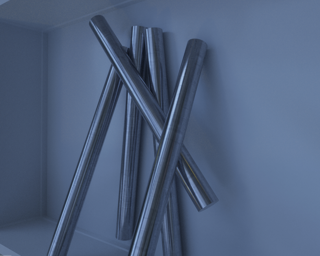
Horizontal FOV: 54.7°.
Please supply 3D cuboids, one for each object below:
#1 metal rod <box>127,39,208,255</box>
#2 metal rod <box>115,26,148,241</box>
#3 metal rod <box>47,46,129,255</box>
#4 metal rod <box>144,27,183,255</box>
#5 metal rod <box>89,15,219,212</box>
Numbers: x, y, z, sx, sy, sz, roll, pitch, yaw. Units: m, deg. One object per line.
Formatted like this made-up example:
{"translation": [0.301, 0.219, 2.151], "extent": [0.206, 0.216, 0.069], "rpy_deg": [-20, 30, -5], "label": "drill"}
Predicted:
{"translation": [0.006, 0.038, 0.328], "extent": [0.025, 0.025, 0.299], "rpy_deg": [1, 67, 40], "label": "metal rod"}
{"translation": [-0.040, 0.010, 0.439], "extent": [0.025, 0.025, 0.298], "rpy_deg": [8, 95, 40], "label": "metal rod"}
{"translation": [-0.093, 0.028, 0.428], "extent": [0.025, 0.025, 0.299], "rpy_deg": [10, 79, 39], "label": "metal rod"}
{"translation": [0.004, 0.019, 0.403], "extent": [0.025, 0.025, 0.298], "rpy_deg": [-8, 85, 40], "label": "metal rod"}
{"translation": [-0.019, -0.035, 0.388], "extent": [0.025, 0.025, 0.299], "rpy_deg": [-46, 63, 30], "label": "metal rod"}
